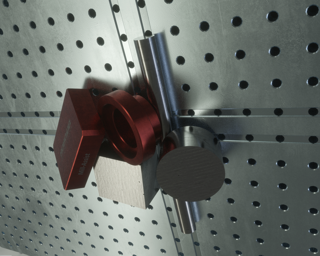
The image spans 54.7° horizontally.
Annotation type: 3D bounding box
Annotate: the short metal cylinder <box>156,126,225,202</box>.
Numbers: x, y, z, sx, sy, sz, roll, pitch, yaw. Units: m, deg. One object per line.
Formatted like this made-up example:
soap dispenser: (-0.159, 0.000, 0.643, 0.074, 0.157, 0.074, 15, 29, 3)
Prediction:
short metal cylinder: (0.038, 0.044, 0.385, 0.080, 0.050, 0.079, 2, 117, 4)

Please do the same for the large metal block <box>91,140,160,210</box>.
large metal block: (-0.049, 0.065, 0.461, 0.080, 0.050, 0.079, 10, 123, 23)

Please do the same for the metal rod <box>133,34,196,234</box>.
metal rod: (0.013, 0.026, 0.421, 0.025, 0.025, 0.298, 1, 119, 28)

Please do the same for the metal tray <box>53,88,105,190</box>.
metal tray: (-0.123, 0.018, 0.452, 0.090, 0.030, 0.129, 61, 139, 35)

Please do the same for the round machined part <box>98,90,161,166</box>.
round machined part: (-0.036, -0.004, 0.400, 0.098, 0.042, 0.097, 36, 142, 36)
